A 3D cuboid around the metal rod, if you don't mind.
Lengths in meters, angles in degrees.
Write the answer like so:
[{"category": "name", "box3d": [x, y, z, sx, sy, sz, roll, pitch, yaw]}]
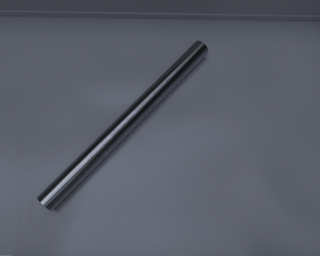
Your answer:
[{"category": "metal rod", "box3d": [-0.039, -0.013, 0.413, 0.025, 0.025, 0.301, 40, 74, 13]}]
